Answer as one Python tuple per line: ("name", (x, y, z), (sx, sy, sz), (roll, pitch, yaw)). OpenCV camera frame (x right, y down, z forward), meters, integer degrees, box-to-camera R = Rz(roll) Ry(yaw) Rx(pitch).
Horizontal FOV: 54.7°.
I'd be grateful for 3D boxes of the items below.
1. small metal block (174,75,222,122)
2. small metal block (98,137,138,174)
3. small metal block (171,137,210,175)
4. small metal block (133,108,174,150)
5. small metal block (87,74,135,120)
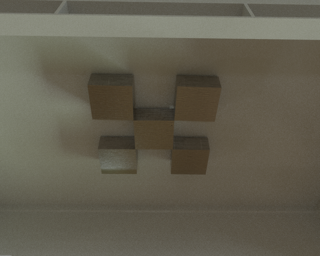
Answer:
("small metal block", (0.044, -0.035, 0.376), (0.050, 0.025, 0.050), (2, 130, -2))
("small metal block", (-0.058, 0.039, 0.439), (0.050, 0.025, 0.050), (0, 130, -1))
("small metal block", (0.041, 0.040, 0.440), (0.050, 0.025, 0.050), (1, 130, -1))
("small metal block", (-0.008, 0.002, 0.407), (0.050, 0.025, 0.050), (0, 130, -1))
("small metal block", (-0.057, -0.037, 0.374), (0.050, 0.025, 0.050), (1, 130, -1))
